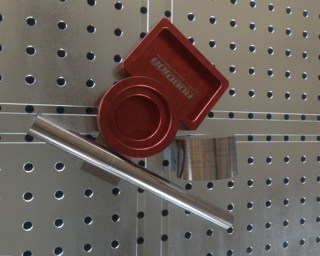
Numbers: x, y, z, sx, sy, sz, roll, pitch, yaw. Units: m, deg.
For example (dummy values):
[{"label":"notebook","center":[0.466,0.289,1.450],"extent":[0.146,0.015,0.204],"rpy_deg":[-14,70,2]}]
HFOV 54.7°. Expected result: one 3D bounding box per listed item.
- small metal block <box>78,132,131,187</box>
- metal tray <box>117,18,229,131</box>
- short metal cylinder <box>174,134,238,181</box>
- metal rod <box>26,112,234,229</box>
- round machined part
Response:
[{"label":"small metal block","center":[-0.067,0.038,0.389],"extent":[0.050,0.025,0.050],"rpy_deg":[30,80,-18]},{"label":"metal tray","center":[0.020,-0.069,0.418],"extent":[0.130,0.030,0.090],"rpy_deg":[42,76,-15]},{"label":"short metal cylinder","center":[0.059,0.036,0.405],"extent":[0.081,0.080,0.050],"rpy_deg":[-4,92,-20]},{"label":"metal rod","center":[-0.017,0.065,0.386],"extent":[0.301,0.025,0.025],"rpy_deg":[32,80,-26]},{"label":"round machined part","center":[-0.029,-0.013,0.385],"extent":[0.099,0.042,0.097],"rpy_deg":[0,90,-18]}]
